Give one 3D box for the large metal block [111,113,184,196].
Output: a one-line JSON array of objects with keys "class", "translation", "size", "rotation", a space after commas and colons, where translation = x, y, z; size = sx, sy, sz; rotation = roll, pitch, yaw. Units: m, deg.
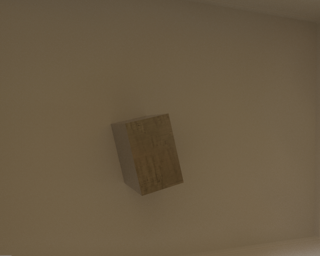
[{"class": "large metal block", "translation": [-0.019, 0.028, 0.374], "size": [0.050, 0.080, 0.080], "rotation": [-14, 95, -19]}]
